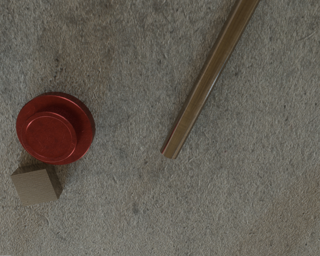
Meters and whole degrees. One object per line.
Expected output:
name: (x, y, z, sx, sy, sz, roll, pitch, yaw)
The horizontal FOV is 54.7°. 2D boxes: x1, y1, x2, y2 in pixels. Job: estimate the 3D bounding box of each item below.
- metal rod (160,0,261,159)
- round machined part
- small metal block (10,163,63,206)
metal rod: (0.074, -0.091, 0.376, 0.025, 0.025, 0.298, 23, 108, -9)
round machined part: (-0.137, 0.005, 0.401, 0.099, 0.042, 0.097, 0, 110, 0)
small metal block: (-0.173, 0.078, 0.437, 0.050, 0.025, 0.050, -12, 110, 4)
